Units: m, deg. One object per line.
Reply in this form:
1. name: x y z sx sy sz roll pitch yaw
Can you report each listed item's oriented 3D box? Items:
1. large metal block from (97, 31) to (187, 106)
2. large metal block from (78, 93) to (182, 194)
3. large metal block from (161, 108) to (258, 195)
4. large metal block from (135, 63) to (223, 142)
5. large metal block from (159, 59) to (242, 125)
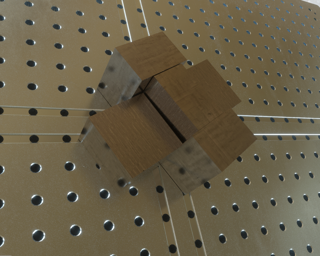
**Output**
1. large metal block: -0.024 -0.069 0.401 0.081 0.080 0.050 -32 79 -38
2. large metal block: -0.034 0.016 0.365 0.081 0.050 0.080 -30 78 -38
3. large metal block: 0.060 0.029 0.386 0.081 0.080 0.050 -32 80 -39
4. large metal block: 0.018 -0.020 0.394 0.050 0.080 0.080 -33 80 -38
5. large metal block: 0.056 -0.042 0.446 0.081 0.050 0.080 -33 82 -38
